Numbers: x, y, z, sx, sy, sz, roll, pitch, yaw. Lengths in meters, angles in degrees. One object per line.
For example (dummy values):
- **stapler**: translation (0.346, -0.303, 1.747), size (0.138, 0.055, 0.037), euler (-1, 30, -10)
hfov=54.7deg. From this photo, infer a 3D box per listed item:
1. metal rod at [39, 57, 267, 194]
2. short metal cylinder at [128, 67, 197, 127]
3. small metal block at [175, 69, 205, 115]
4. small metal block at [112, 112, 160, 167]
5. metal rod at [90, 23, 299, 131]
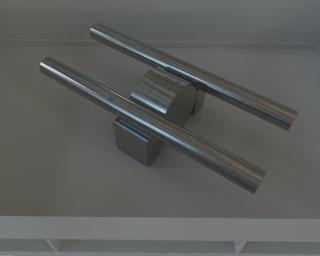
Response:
- **metal rod**: translation (-0.026, -0.015, 0.352), size (0.300, 0.025, 0.025), euler (29, 56, 22)
- **short metal cylinder**: translation (0.004, -0.030, 0.393), size (0.050, 0.080, 0.080), euler (30, 56, 22)
- **small metal block**: translation (0.035, -0.053, 0.431), size (0.050, 0.050, 0.025), euler (30, 56, 22)
- **small metal block**: translation (-0.028, 0.013, 0.376), size (0.050, 0.050, 0.025), euler (30, 56, 22)
- **metal rod**: translation (0.028, -0.075, 0.402), size (0.300, 0.025, 0.025), euler (29, 56, 22)
